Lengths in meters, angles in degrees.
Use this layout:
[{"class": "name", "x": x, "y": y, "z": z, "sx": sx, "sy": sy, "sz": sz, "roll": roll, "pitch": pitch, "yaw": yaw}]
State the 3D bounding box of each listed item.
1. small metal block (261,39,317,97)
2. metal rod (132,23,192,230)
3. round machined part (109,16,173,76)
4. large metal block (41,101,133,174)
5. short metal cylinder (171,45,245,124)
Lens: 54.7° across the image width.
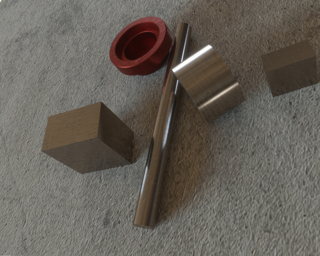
[{"class": "small metal block", "x": 0.147, "y": -0.066, "z": 0.351, "sx": 0.050, "sy": 0.050, "sz": 0.025, "roll": -18, "pitch": 55, "yaw": 18}, {"class": "metal rod", "x": 0.009, "y": -0.021, "z": 0.410, "sx": 0.025, "sy": 0.025, "sz": 0.299, "roll": -2, "pitch": 60, "yaw": 27}, {"class": "round machined part", "x": -0.025, "y": -0.120, "z": 0.476, "sx": 0.098, "sy": 0.042, "sz": 0.098, "roll": -15, "pitch": 55, "yaw": 22}, {"class": "large metal block", "x": -0.090, "y": 0.017, "z": 0.404, "sx": 0.080, "sy": 0.080, "sz": 0.050, "roll": -14, "pitch": 56, "yaw": 20}, {"class": "short metal cylinder", "x": 0.056, "y": -0.051, "z": 0.370, "sx": 0.050, "sy": 0.080, "sz": 0.080, "roll": -33, "pitch": 52, "yaw": 6}]
